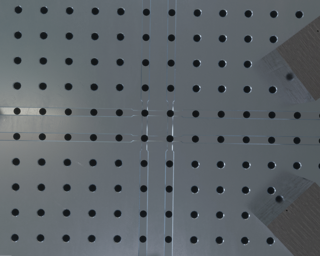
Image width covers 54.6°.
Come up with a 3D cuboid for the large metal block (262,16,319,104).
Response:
[{"bbox_3d":[0.197,-0.089,0.402,0.080,0.050,0.080,-37,90,0],"label":"large metal block"}]

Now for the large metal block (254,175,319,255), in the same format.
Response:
[{"bbox_3d":[0.187,0.122,0.402,0.080,0.050,0.080,-43,90,0],"label":"large metal block"}]
